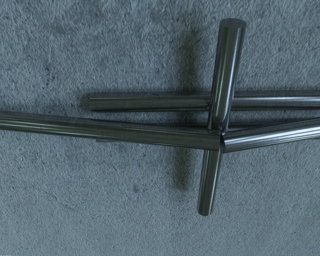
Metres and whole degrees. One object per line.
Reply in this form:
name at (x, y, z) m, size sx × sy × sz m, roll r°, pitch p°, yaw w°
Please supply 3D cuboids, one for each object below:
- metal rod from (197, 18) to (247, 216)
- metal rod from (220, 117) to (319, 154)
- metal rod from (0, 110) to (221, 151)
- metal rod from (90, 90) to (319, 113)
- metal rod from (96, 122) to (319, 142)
metal rod at (0.070, 0.014, 0.389) m, size 0.025 × 0.025 × 0.298 m, roll 0°, pitch 130°, yaw 0°
metal rod at (0.220, -0.005, 0.375) m, size 0.302 × 0.025 × 0.025 m, roll -9°, pitch 131°, yaw -6°
metal rod at (-0.080, 0.001, 0.375) m, size 0.302 × 0.025 × 0.025 m, roll 5°, pitch 131°, yaw 7°
metal rod at (0.067, -0.033, 0.381) m, size 0.302 × 0.025 × 0.025 m, roll -1°, pitch 130°, yaw 0°
metal rod at (0.067, 0.005, 0.413) m, size 0.302 × 0.025 × 0.025 m, roll -1°, pitch 130°, yaw 0°
